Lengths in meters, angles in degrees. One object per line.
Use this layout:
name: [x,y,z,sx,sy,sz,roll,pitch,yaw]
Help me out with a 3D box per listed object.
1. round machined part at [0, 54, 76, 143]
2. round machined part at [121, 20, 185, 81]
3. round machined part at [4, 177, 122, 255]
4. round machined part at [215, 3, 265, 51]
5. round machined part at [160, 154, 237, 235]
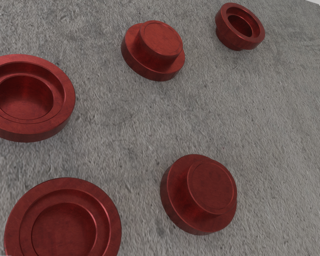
round machined part: [-0.145,-0.028,0.332,0.099,0.042,0.098,14,56,-21]
round machined part: [-0.005,-0.122,0.464,0.099,0.042,0.098,14,56,-21]
round machined part: [-0.089,0.099,0.285,0.099,0.042,0.098,14,56,-21]
round machined part: [0.145,-0.185,0.583,0.099,0.042,0.098,14,56,-21]
round machined part: [0.053,0.076,0.375,0.099,0.042,0.098,14,56,-21]
